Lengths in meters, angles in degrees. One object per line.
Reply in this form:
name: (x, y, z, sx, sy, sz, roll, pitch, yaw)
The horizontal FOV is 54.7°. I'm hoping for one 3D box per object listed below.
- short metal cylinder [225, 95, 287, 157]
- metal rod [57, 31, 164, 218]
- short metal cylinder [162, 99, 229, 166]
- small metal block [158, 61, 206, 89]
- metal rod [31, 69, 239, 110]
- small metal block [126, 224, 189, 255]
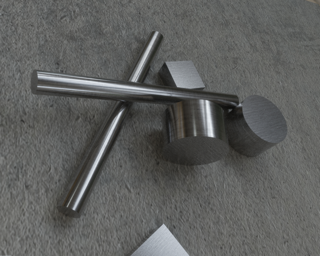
short metal cylinder: (0.141, -0.003, 0.465, 0.081, 0.050, 0.080, 14, 56, -21)
metal rod: (-0.048, -0.029, 0.395, 0.025, 0.025, 0.300, 29, 52, -10)
short metal cylinder: (0.043, 0.008, 0.387, 0.081, 0.080, 0.050, 13, 57, -21)
small metal block: (0.032, -0.073, 0.466, 0.050, 0.025, 0.050, -10, 67, -33)
metal rod: (-0.005, -0.044, 0.400, 0.302, 0.025, 0.025, 1, 61, -37)
small metal block: (-0.002, 0.137, 0.319, 0.050, 0.025, 0.050, -34, 81, -38)
